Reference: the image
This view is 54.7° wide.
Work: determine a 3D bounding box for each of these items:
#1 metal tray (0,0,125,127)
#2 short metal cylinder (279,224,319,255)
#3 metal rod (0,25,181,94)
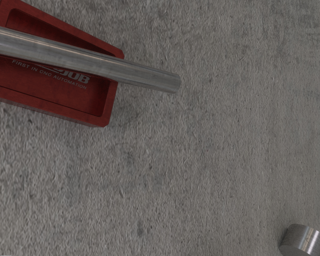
[{"bbox_3d":[-0.105,-0.059,0.312,0.131,0.030,0.090,19,78,-38],"label":"metal tray"},{"bbox_3d":[0.284,0.234,0.607,0.050,0.080,0.080,-50,120,-28],"label":"short metal cylinder"},{"bbox_3d":[-0.099,-0.067,0.281,0.302,0.025,0.025,7,86,-40],"label":"metal rod"}]
